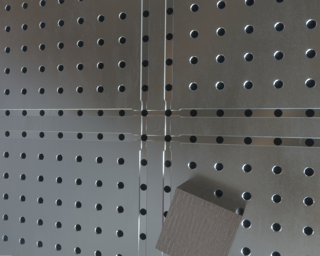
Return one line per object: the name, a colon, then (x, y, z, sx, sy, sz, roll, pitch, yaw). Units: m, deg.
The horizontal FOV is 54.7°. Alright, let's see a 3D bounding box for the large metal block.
large metal block: (0.051, 0.121, 0.381, 0.080, 0.050, 0.080, 21, 97, 18)
